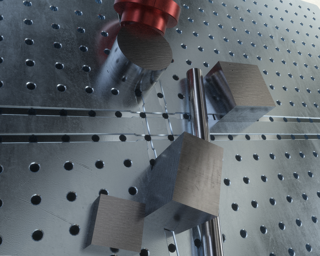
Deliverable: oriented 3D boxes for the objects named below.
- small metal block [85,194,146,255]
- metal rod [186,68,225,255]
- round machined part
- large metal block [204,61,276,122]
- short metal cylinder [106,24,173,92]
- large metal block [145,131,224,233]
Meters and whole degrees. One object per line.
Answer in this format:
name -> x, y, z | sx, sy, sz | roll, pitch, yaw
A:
small metal block -> -0.045, 0.101, 0.322 | 0.050, 0.025, 0.050 | 18, 55, -18
metal rod -> 0.058, 0.042, 0.413 | 0.025, 0.025, 0.299 | 12, 57, -22
round machined part -> -0.022, -0.167, 0.464 | 0.099, 0.098, 0.042 | 13, 92, -21
large metal block -> 0.124, -0.056, 0.493 | 0.081, 0.050, 0.080 | -1, 62, -29
short metal cylinder -> -0.030, -0.098, 0.436 | 0.081, 0.050, 0.080 | 14, 56, -21
large metal block -> 0.025, 0.063, 0.347 | 0.050, 0.080, 0.080 | 24, 53, -14
